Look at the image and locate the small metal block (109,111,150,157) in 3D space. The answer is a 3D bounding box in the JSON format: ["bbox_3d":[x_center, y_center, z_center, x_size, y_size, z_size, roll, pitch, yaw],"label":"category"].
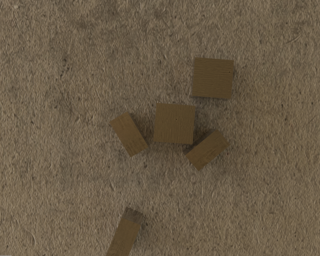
[{"bbox_3d":[-0.037,0.008,0.397,0.025,0.050,0.050,-31,90,0],"label":"small metal block"}]

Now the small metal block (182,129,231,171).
[{"bbox_3d":[0.058,0.026,0.398,0.050,0.050,0.025,-40,90,0],"label":"small metal block"}]

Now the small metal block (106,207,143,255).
[{"bbox_3d":[-0.044,0.135,0.397,0.025,0.050,0.050,22,90,0],"label":"small metal block"}]

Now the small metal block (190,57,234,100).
[{"bbox_3d":[0.068,-0.064,0.410,0.050,0.025,0.050,4,90,0],"label":"small metal block"}]

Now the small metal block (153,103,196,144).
[{"bbox_3d":[0.019,-0.006,0.410,0.050,0.025,0.050,4,90,0],"label":"small metal block"}]
